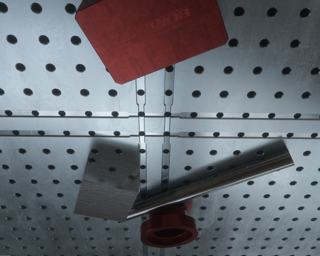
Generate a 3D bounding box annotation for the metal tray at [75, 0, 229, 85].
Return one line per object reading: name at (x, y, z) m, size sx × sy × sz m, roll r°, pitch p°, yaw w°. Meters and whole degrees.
metal tray at (-0.006, -0.107, 0.317) m, size 0.130 × 0.030 × 0.090 m, roll -19°, pitch 128°, yaw 15°

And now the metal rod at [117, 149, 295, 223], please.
metal rod at (0.059, 0.098, 0.495) m, size 0.300 × 0.025 × 0.025 m, roll -23°, pitch 127°, yaw 18°

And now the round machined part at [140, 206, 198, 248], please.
round machined part at (0.015, 0.170, 0.538) m, size 0.099 × 0.042 × 0.097 m, roll -4°, pitch 140°, yaw -3°

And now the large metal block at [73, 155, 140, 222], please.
large metal block at (-0.081, 0.095, 0.475) m, size 0.081 × 0.050 × 0.079 m, roll 14°, pitch 129°, yaw -12°
